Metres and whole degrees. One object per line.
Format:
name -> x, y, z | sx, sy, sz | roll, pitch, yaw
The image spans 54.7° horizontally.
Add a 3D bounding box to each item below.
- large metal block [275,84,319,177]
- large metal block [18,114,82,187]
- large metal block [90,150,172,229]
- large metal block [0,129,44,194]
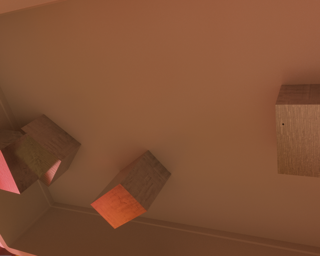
large metal block -> 0.162, 0.002, 0.308 | 0.080, 0.050, 0.080 | 2, 120, 27
large metal block -> -0.190, 0.038, 0.517 | 0.080, 0.050, 0.080 | 39, 129, 2
large metal block -> -0.041, 0.089, 0.450 | 0.050, 0.080, 0.080 | 47, 129, -5
large metal block -> -0.243, 0.050, 0.487 | 0.080, 0.050, 0.079 | 6, 121, 25
